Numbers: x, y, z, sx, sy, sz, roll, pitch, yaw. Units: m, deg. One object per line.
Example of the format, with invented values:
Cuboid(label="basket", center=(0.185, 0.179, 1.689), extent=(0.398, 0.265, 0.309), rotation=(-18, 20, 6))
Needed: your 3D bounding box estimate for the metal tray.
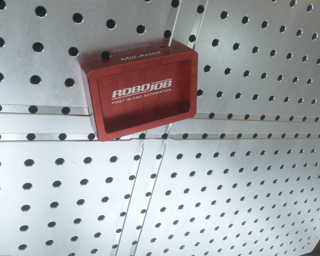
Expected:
Cuboid(label="metal tray", center=(-0.019, -0.043, 0.369), extent=(0.131, 0.030, 0.089), rotation=(-16, 125, -20))
